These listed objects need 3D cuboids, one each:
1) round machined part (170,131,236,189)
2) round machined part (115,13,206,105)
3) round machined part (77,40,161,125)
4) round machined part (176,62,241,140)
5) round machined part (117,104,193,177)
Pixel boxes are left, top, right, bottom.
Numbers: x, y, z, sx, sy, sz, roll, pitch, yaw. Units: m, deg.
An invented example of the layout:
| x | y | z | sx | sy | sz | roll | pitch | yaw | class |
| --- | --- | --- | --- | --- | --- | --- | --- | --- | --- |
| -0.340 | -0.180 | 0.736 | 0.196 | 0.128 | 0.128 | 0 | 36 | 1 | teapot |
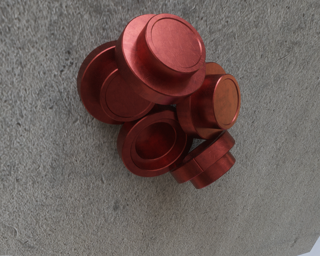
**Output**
| x | y | z | sx | sy | sz | roll | pitch | yaw | class |
| --- | --- | --- | --- | --- | --- | --- | --- | --- | --- |
| 0.065 | 0.047 | 0.428 | 0.098 | 0.098 | 0.042 | -37 | 89 | -4 | round machined part |
| 0.007 | -0.077 | 0.318 | 0.099 | 0.098 | 0.042 | 1 | 160 | -29 | round machined part |
| -0.040 | -0.046 | 0.350 | 0.099 | 0.042 | 0.097 | -14 | 125 | -21 | round machined part |
| 0.067 | -0.033 | 0.387 | 0.099 | 0.042 | 0.097 | -8 | 101 | -49 | round machined part |
| -0.009 | 0.012 | 0.401 | 0.099 | 0.042 | 0.097 | -14 | 125 | -21 | round machined part |
